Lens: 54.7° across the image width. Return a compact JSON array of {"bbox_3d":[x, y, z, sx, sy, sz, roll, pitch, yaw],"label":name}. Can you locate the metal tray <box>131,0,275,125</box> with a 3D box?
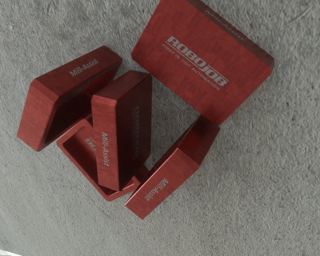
[{"bbox_3d":[0.043,-0.075,0.335,0.130,0.030,0.089,39,129,1],"label":"metal tray"}]

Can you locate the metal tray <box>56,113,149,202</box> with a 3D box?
[{"bbox_3d":[-0.089,0.046,0.478,0.090,0.030,0.130,-32,101,38],"label":"metal tray"}]

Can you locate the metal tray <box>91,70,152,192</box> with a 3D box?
[{"bbox_3d":[-0.044,0.003,0.389,0.030,0.090,0.129,15,125,19],"label":"metal tray"}]

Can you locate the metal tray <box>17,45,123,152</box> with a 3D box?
[{"bbox_3d":[-0.103,-0.039,0.369,0.030,0.131,0.089,37,129,3],"label":"metal tray"}]

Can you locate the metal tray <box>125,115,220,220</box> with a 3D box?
[{"bbox_3d":[0.014,0.049,0.388,0.030,0.090,0.129,40,129,1],"label":"metal tray"}]
